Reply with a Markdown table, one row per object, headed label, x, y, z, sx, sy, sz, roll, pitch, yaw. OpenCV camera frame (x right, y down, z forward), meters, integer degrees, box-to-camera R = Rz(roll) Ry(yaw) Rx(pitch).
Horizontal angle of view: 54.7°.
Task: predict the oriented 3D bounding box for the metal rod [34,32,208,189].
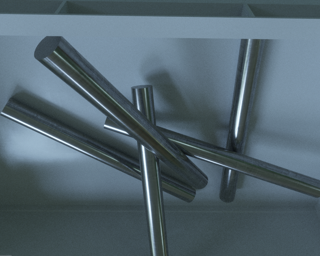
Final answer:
| label | x | y | z | sx | sy | sz | roll | pitch | yaw |
| --- | --- | --- | --- | --- | --- | --- | --- | --- | --- |
| metal rod | -0.011 | 0.009 | 0.337 | 0.025 | 0.025 | 0.300 | -23 | 143 | 18 |

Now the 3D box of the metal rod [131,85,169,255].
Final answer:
| label | x | y | z | sx | sy | sz | roll | pitch | yaw |
| --- | --- | --- | --- | --- | --- | --- | --- | --- | --- |
| metal rod | -0.008 | 0.094 | 0.403 | 0.025 | 0.025 | 0.298 | -4 | 106 | 3 |

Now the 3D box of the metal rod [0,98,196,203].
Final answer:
| label | x | y | z | sx | sy | sz | roll | pitch | yaw |
| --- | --- | --- | --- | --- | --- | --- | --- | --- | --- |
| metal rod | -0.071 | 0.041 | 0.443 | 0.301 | 0.025 | 0.025 | 29 | 124 | -23 |

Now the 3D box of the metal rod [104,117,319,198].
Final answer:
| label | x | y | z | sx | sy | sz | roll | pitch | yaw |
| --- | --- | --- | --- | --- | --- | --- | --- | --- | --- |
| metal rod | 0.074 | 0.036 | 0.411 | 0.302 | 0.025 | 0.025 | 18 | 128 | -5 |

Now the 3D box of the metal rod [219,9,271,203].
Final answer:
| label | x | y | z | sx | sy | sz | roll | pitch | yaw |
| --- | --- | --- | --- | --- | --- | --- | --- | --- | --- |
| metal rod | 0.103 | -0.002 | 0.407 | 0.025 | 0.025 | 0.298 | -2 | 130 | 1 |
